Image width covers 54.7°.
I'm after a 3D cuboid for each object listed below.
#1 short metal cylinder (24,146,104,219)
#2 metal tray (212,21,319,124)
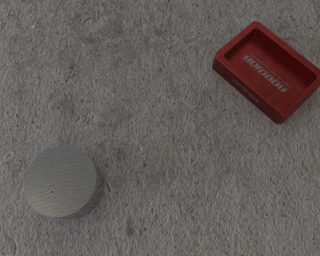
[{"bbox_3d":[-0.112,0.067,0.370,0.081,0.050,0.080,0,70,0],"label":"short metal cylinder"},{"bbox_3d":[0.151,-0.080,0.435,0.090,0.030,0.130,-42,75,-14],"label":"metal tray"}]
